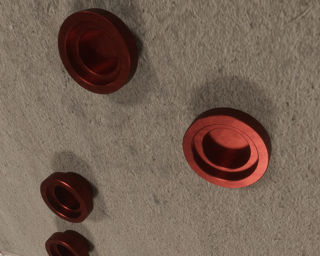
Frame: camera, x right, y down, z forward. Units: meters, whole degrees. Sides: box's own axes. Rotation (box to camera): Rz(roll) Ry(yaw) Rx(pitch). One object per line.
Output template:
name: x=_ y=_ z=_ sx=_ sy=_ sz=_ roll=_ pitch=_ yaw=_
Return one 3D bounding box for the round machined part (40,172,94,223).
round machined part: x=-0.159 y=0.117 z=0.549 sx=0.098 sy=0.042 sz=0.097 roll=13 pitch=124 yaw=20

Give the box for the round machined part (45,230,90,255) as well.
round machined part: x=-0.186 y=0.253 z=0.648 sx=0.098 sy=0.042 sz=0.097 roll=13 pitch=124 yaw=20

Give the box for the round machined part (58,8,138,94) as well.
round machined part: x=-0.069 y=-0.094 z=0.373 sx=0.098 sy=0.042 sz=0.097 roll=13 pitch=124 yaw=20

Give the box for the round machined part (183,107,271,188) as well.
round machined part: x=0.080 y=0.019 z=0.365 sx=0.098 sy=0.042 sz=0.097 roll=13 pitch=124 yaw=20
